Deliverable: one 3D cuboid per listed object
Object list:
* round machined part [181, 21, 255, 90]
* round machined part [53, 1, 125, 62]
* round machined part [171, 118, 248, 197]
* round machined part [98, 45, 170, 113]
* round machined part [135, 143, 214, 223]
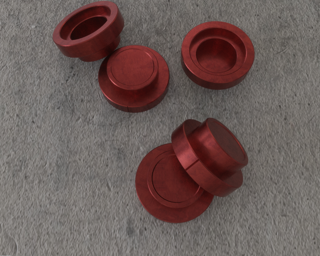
[{"bbox_3d":[0.078,-0.097,0.435,0.099,0.042,0.098,0,70,0],"label":"round machined part"},{"bbox_3d":[-0.094,-0.130,0.433,0.098,0.042,0.098,-12,49,14],"label":"round machined part"},{"bbox_3d":[0.063,0.026,0.358,0.042,0.099,0.098,-43,72,25],"label":"round machined part"},{"bbox_3d":[-0.036,-0.073,0.426,0.099,0.042,0.098,0,70,0],"label":"round machined part"},{"bbox_3d":[0.019,0.064,0.376,0.099,0.042,0.098,0,70,0],"label":"round machined part"}]
